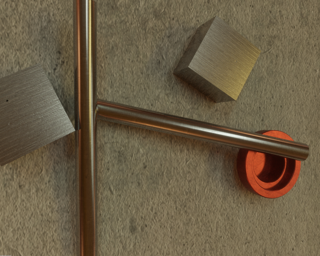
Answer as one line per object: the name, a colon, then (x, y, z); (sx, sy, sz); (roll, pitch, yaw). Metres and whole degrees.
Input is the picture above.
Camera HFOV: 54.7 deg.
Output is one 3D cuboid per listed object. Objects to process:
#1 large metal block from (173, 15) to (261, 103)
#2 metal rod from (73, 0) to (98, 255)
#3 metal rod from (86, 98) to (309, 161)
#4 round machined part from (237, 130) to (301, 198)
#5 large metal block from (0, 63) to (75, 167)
large metal block: (0.078, -0.091, 0.426); (0.080, 0.050, 0.080); (32, 80, -18)
metal rod: (-0.085, 0.011, 0.356); (0.025, 0.025, 0.298); (-2, 99, -20)
metal rod: (0.051, 0.003, 0.400); (0.302, 0.025, 0.025); (12, 86, -10)
round machined part: (0.155, 0.051, 0.459); (0.099, 0.042, 0.097); (0, 90, -21)
large metal block: (-0.151, -0.015, 0.340); (0.081, 0.050, 0.080); (-28, 100, -18)
